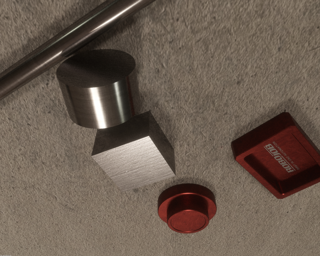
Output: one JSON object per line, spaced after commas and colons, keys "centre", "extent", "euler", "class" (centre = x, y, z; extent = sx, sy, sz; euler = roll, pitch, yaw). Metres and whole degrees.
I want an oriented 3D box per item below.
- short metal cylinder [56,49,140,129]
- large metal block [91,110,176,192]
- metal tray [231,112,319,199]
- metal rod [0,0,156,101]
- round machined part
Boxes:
{"centre": [-0.064, -0.044, 0.333], "extent": [0.080, 0.080, 0.050], "euler": [-3, 130, 2], "class": "short metal cylinder"}
{"centre": [-0.033, 0.034, 0.419], "extent": [0.080, 0.050, 0.080], "euler": [-20, 128, 15], "class": "large metal block"}
{"centre": [0.176, 0.045, 0.444], "extent": [0.090, 0.030, 0.130], "euler": [-35, 123, 25], "class": "metal tray"}
{"centre": [-0.105, -0.087, 0.331], "extent": [0.300, 0.025, 0.025], "euler": [-26, 126, 20], "class": "metal rod"}
{"centre": [0.045, 0.140, 0.516], "extent": [0.099, 0.042, 0.097], "euler": [-1, 130, 0], "class": "round machined part"}
